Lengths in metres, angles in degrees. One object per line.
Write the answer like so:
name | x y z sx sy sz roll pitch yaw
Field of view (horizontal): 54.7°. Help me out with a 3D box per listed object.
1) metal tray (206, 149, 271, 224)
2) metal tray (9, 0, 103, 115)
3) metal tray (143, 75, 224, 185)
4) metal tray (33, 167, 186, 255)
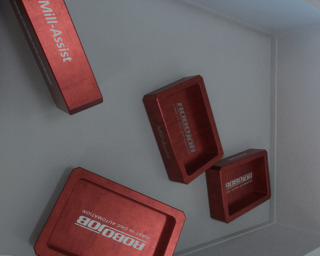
metal tray | 0.134 0.091 0.515 0.131 0.030 0.089 -13 98 -39
metal tray | -0.099 -0.080 0.277 0.030 0.090 0.129 -25 107 -20
metal tray | 0.037 0.001 0.433 0.091 0.030 0.129 -29 108 -36
metal tray | -0.049 0.107 0.324 0.131 0.030 0.090 25 71 -8
